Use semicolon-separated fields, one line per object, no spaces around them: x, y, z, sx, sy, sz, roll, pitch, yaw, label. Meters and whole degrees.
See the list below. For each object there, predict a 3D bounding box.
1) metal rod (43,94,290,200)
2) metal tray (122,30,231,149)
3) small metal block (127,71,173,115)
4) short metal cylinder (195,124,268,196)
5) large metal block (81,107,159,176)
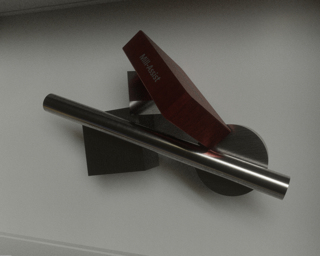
-0.009;0.014;0.357;0.301;0.025;0.025;19;96;18;metal rod
0.016;-0.044;0.342;0.030;0.090;0.130;-42;47;14;metal tray
-0.013;-0.044;0.377;0.050;0.025;0.050;-3;53;-7;small metal block
0.086;0.035;0.365;0.080;0.050;0.079;0;90;19;short metal cylinder
-0.052;0.017;0.413;0.080;0.050;0.080;-8;87;19;large metal block
